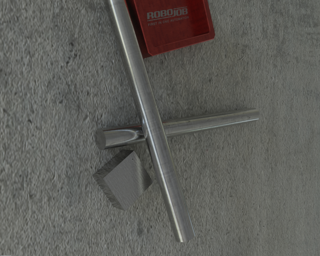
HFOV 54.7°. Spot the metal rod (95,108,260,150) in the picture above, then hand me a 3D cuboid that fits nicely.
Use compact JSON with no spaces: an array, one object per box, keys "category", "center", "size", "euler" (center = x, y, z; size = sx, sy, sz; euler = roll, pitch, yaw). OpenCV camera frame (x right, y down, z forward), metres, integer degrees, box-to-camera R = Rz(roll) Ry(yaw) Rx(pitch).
[{"category":"metal rod","center":[0.048,-0.005,0.444],"size":[0.302,0.025,0.025],"euler":[-9,96,-40]}]

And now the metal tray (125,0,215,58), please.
[{"category":"metal tray","center":[0.013,-0.150,0.412],"size":[0.131,0.030,0.089],"euler":[-26,106,-37]}]

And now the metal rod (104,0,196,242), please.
[{"category":"metal rod","center":[-0.012,-0.013,0.364],"size":[0.025,0.025,0.298],"euler":[-18,92,-39]}]

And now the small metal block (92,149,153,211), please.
[{"category":"small metal block","center":[-0.043,0.061,0.369],"size":[0.050,0.025,0.050],"euler":[-43,116,-32]}]
